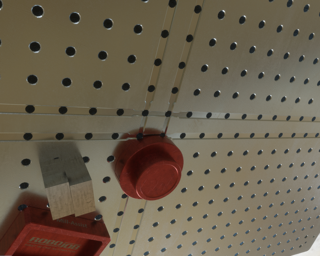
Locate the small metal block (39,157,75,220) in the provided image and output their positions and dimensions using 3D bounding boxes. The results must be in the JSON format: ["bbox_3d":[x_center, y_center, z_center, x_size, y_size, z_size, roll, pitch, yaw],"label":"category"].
[{"bbox_3d":[-0.124,0.072,0.373,0.025,0.050,0.050,-13,124,-22],"label":"small metal block"}]

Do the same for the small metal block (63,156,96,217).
[{"bbox_3d":[-0.101,0.072,0.385,0.025,0.050,0.050,-13,124,-22],"label":"small metal block"}]

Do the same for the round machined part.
[{"bbox_3d":[-0.009,0.063,0.435,0.099,0.042,0.097,-14,124,-21],"label":"round machined part"}]

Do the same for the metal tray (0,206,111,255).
[{"bbox_3d":[-0.146,0.165,0.430,0.131,0.030,0.090,28,103,-38],"label":"metal tray"}]
